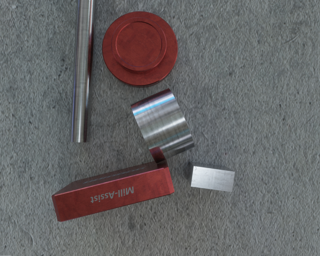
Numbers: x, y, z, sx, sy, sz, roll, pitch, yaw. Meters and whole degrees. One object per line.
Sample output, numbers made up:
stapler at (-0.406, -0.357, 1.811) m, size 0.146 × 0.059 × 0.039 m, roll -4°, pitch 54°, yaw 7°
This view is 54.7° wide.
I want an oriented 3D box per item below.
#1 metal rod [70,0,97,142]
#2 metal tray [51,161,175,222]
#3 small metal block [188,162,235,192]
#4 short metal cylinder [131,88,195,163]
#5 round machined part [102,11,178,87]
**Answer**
metal rod at (-0.098, -0.131, 0.408) m, size 0.025 × 0.025 × 0.298 m, roll 3°, pitch 90°, yaw -1°
metal tray at (-0.051, 0.071, 0.376) m, size 0.131 × 0.090 × 0.030 m, roll -14°, pitch 90°, yaw -1°
small metal block at (0.064, 0.062, 0.398) m, size 0.050 × 0.050 × 0.025 m, roll 8°, pitch 90°, yaw -1°
short metal cylinder at (0.003, -0.003, 0.383) m, size 0.050 × 0.080 × 0.080 m, roll -24°, pitch 90°, yaw 0°
round machined part at (-0.026, -0.103, 0.401) m, size 0.099 × 0.042 × 0.097 m, roll 0°, pitch 90°, yaw -1°
